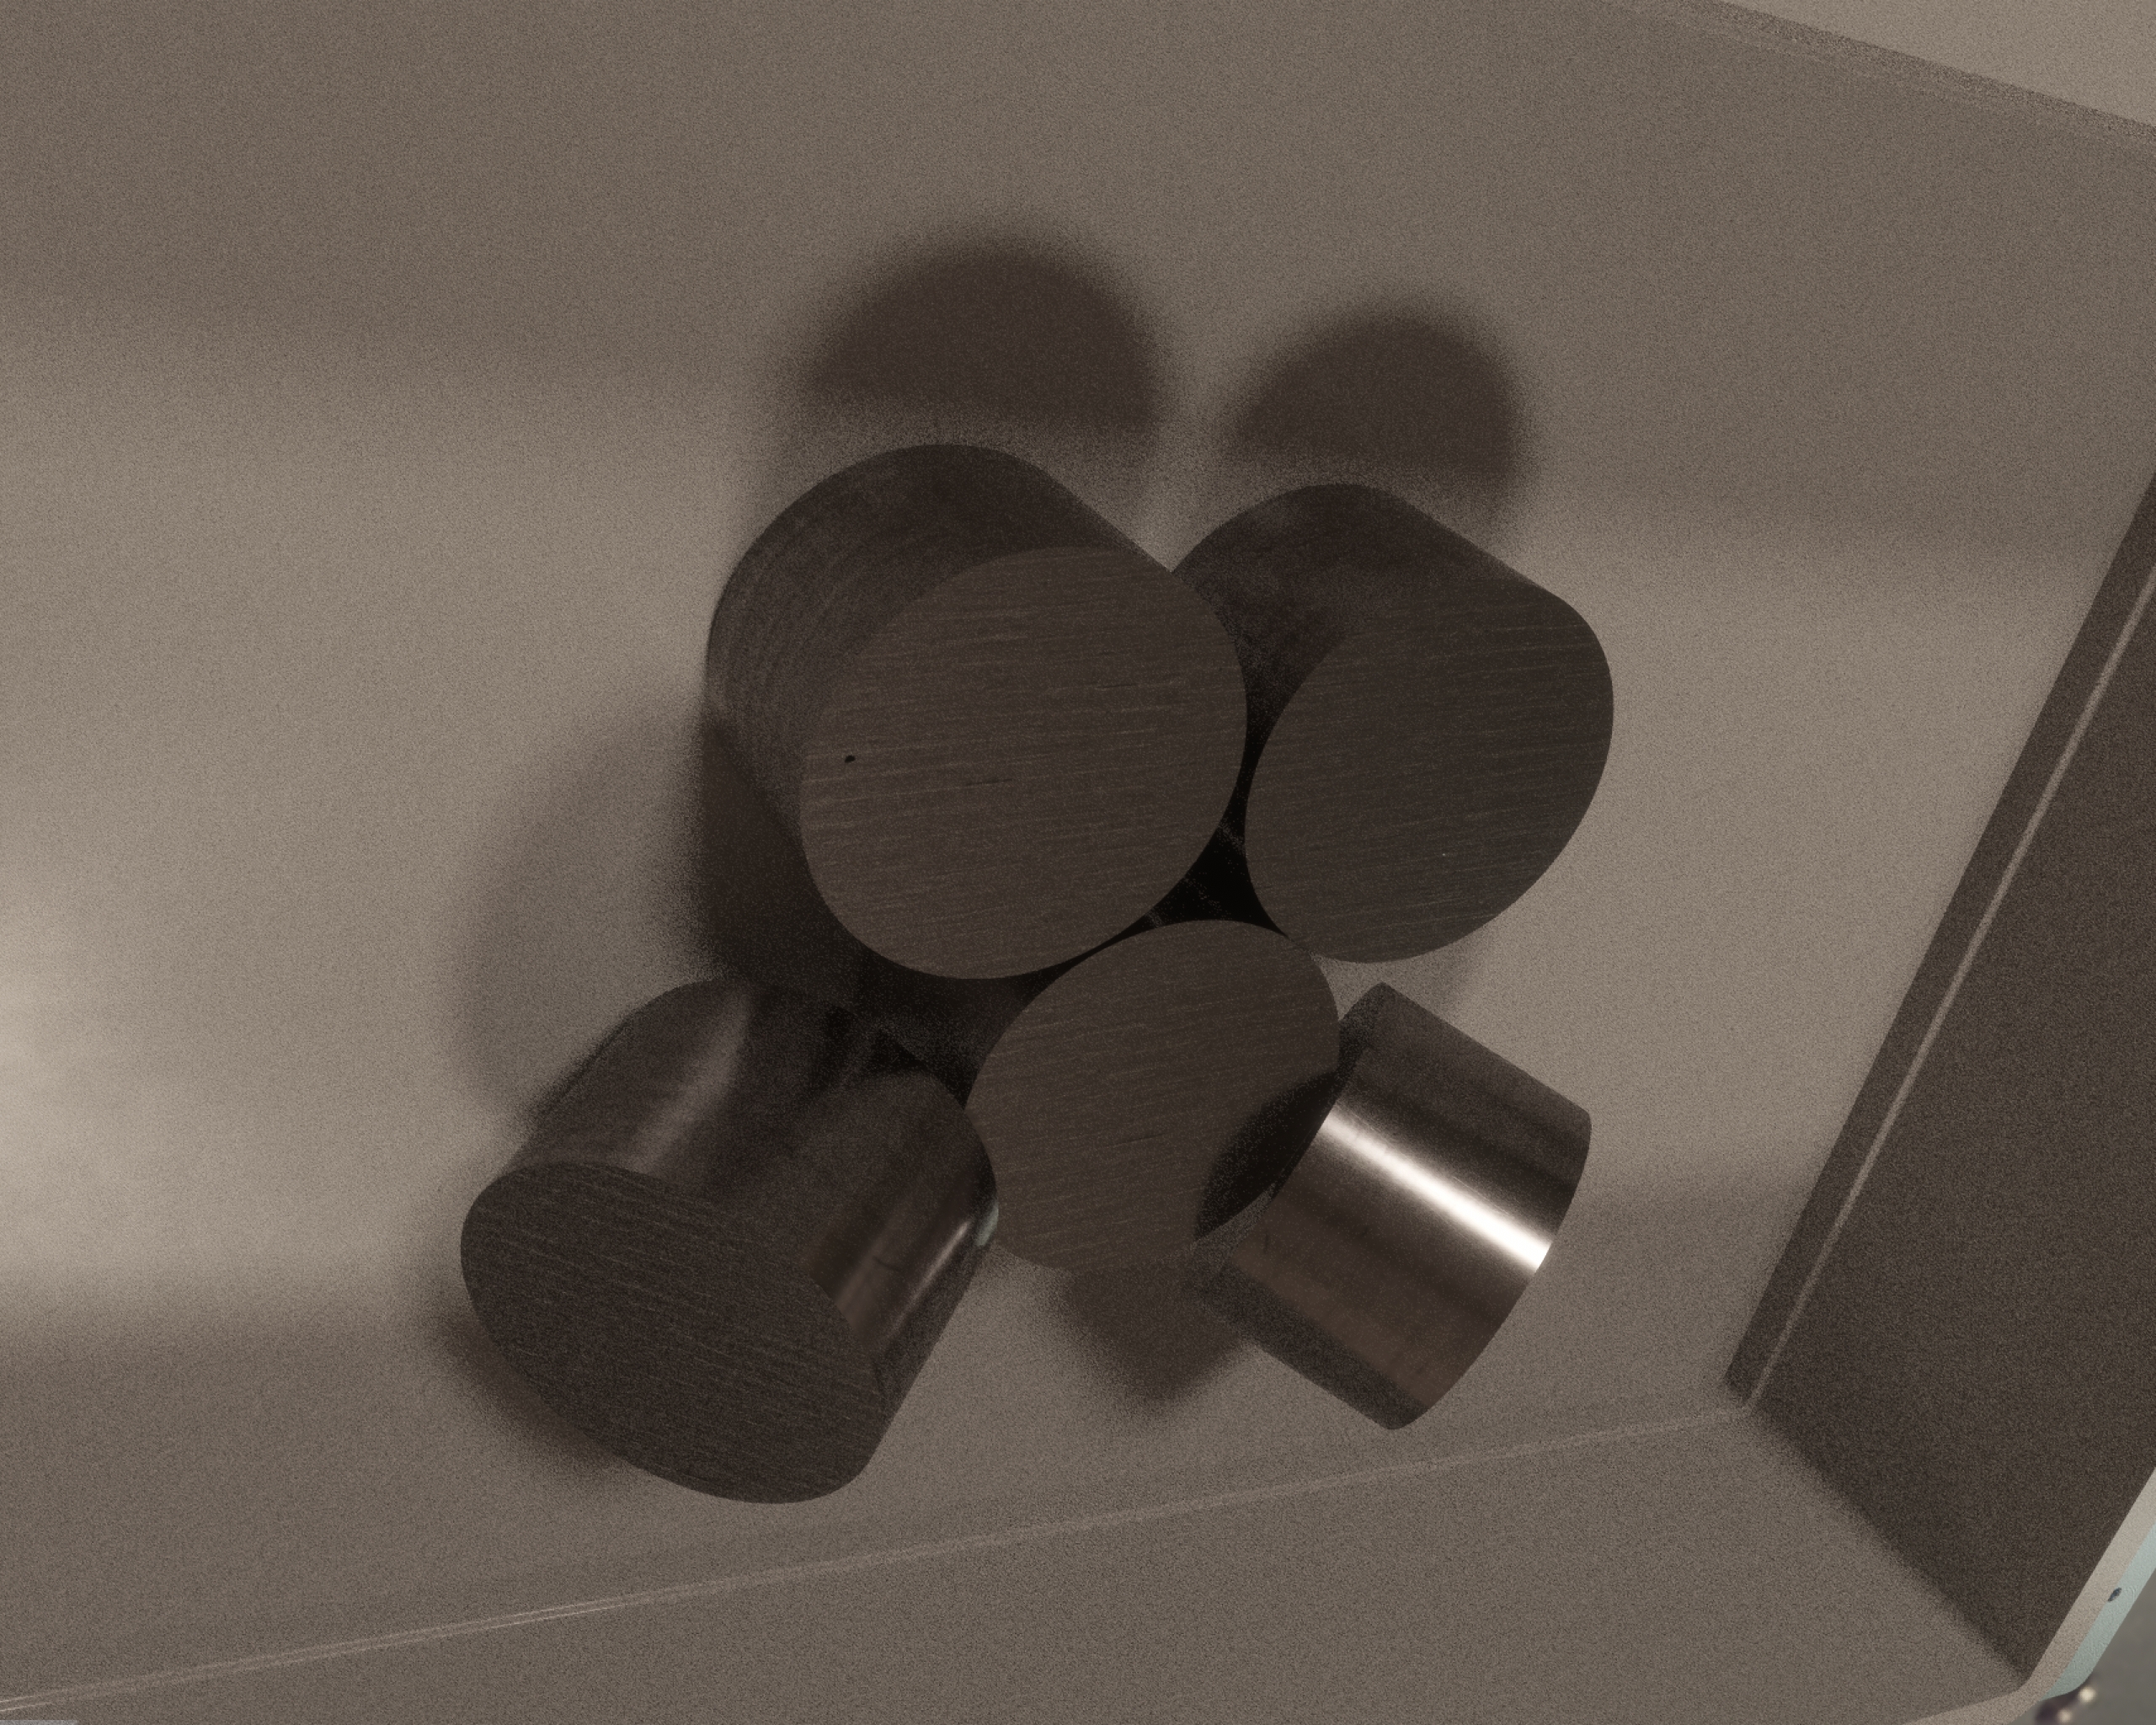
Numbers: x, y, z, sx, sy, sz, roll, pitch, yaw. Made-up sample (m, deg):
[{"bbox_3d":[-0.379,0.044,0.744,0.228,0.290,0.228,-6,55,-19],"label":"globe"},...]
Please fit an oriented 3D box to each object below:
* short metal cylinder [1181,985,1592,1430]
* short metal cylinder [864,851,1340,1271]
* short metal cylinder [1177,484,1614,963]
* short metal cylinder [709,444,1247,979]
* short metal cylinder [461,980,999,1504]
[{"bbox_3d":[0.065,0.073,0.445,0.050,0.080,0.080,33,103,1],"label":"short metal cylinder"},{"bbox_3d":[0.004,0.033,0.413,0.081,0.050,0.079,-14,125,-21],"label":"short metal cylinder"},{"bbox_3d":[0.056,-0.027,0.406,0.081,0.050,0.079,-14,125,-21],"label":"short metal cylinder"},{"bbox_3d":[-0.018,-0.027,0.364,0.081,0.050,0.079,-14,125,-21],"label":"short metal cylinder"},{"bbox_3d":[-0.061,0.068,0.374,0.050,0.080,0.079,-57,149,-50],"label":"short metal cylinder"}]
